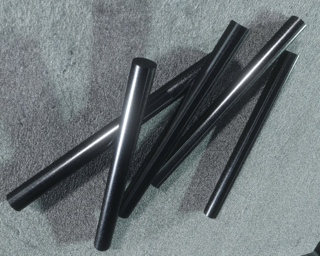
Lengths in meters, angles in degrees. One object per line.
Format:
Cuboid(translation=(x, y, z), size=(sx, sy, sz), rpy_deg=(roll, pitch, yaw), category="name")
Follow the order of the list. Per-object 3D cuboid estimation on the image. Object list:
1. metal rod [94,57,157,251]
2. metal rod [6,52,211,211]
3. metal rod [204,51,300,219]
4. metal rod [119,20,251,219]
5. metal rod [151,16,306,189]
Cuboid(translation=(-0.051, 0.055, 0.387), size=(0.025, 0.025, 0.298), rpy_deg=(-3, 128, -27), category="metal rod")
Cuboid(translation=(-0.051, 0.001, 0.379), size=(0.301, 0.025, 0.025), rpy_deg=(-35, 129, -5), category="metal rod")
Cuboid(translation=(0.138, 0.022, 0.495), size=(0.025, 0.025, 0.298), rpy_deg=(7, 115, -32), category="metal rod")
Cuboid(translation=(0.017, 0.005, 0.395), size=(0.025, 0.025, 0.298), rpy_deg=(15, 118, -35), category="metal rod")
Cuboid(translation=(0.088, -0.032, 0.434), size=(0.299, 0.025, 0.025), rpy_deg=(-48, 129, 6), category="metal rod")
